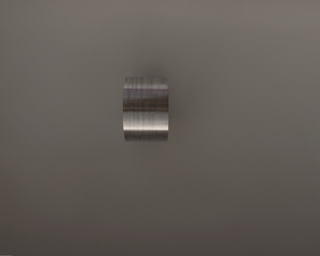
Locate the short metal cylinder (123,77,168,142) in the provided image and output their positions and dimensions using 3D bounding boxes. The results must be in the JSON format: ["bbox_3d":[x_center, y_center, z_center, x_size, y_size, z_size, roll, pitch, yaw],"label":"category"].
[{"bbox_3d":[-0.016,-0.023,0.381,0.050,0.080,0.079,0,90,0],"label":"short metal cylinder"}]
